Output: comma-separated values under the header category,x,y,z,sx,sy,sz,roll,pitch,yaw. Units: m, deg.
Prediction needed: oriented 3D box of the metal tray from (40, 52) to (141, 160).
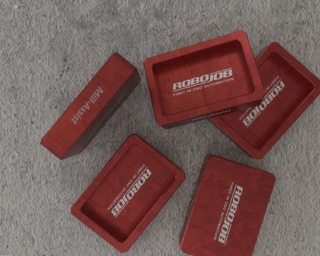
category,x,y,z,sx,sy,sz,roll,pitch,yaw
metal tray,-0.078,-0.024,0.376,0.030,0.090,0.130,40,90,0

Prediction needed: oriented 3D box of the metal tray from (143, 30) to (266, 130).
category,x,y,z,sx,sy,sz,roll,pitch,yaw
metal tray,0.053,-0.058,0.386,0.130,0.030,0.090,-15,76,9

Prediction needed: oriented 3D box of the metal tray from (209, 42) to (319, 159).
category,x,y,z,sx,sy,sz,roll,pitch,yaw
metal tray,0.136,-0.035,0.408,0.090,0.030,0.130,42,90,0

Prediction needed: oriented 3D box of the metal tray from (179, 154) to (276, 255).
category,x,y,z,sx,sy,sz,roll,pitch,yaw
metal tray,0.087,0.108,0.408,0.090,0.030,0.129,17,90,0

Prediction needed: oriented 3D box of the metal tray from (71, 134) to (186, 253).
category,x,y,z,sx,sy,sz,roll,pitch,yaw
metal tray,-0.040,0.083,0.406,0.090,0.030,0.130,39,90,0
